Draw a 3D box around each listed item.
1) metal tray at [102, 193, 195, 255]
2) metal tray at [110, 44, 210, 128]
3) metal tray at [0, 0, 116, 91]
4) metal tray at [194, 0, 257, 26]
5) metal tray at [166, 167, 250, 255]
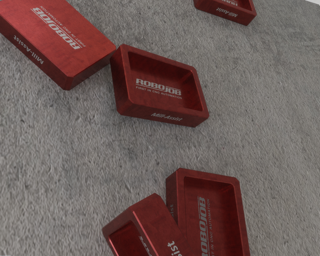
[{"bbox_3d":[0.001,0.133,0.280,0.030,0.090,0.130,-22,74,-36],"label":"metal tray"},{"bbox_3d":[0.001,-0.054,0.418,0.131,0.030,0.090,9,57,-36],"label":"metal tray"},{"bbox_3d":[-0.134,-0.119,0.401,0.130,0.030,0.090,42,51,1],"label":"metal tray"},{"bbox_3d":[0.129,-0.266,0.631,0.131,0.030,0.090,9,58,-24],"label":"metal tray"},{"bbox_3d":[0.055,0.117,0.358,0.091,0.030,0.130,13,56,-21],"label":"metal tray"}]
